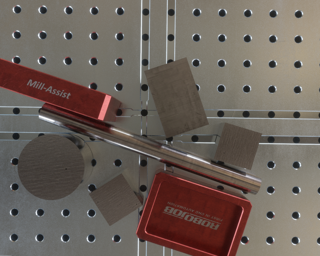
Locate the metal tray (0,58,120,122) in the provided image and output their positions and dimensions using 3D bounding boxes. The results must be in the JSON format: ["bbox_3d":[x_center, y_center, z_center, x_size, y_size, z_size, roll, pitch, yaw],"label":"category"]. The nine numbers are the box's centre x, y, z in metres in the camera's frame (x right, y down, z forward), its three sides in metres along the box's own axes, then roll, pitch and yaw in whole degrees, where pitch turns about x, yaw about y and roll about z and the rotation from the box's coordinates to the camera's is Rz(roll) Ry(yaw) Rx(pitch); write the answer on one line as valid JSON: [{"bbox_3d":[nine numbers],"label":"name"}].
[{"bbox_3d":[-0.120,-0.042,0.379,0.131,0.090,0.030,19,90,0],"label":"metal tray"}]

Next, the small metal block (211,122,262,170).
[{"bbox_3d":[0.101,0.024,0.414,0.050,0.025,0.050,17,90,0],"label":"small metal block"}]

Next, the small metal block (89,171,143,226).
[{"bbox_3d":[-0.057,0.093,0.413,0.050,0.025,0.050,-32,90,0],"label":"small metal block"}]

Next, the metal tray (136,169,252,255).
[{"bbox_3d":[0.044,0.117,0.411,0.131,0.030,0.090,18,90,0],"label":"metal tray"}]

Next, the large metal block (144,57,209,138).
[{"bbox_3d":[0.019,-0.034,0.387,0.050,0.080,0.080,-19,90,0],"label":"large metal block"}]

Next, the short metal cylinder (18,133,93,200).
[{"bbox_3d":[-0.132,0.047,0.399,0.081,0.050,0.080,0,90,0],"label":"short metal cylinder"}]

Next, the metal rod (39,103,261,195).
[{"bbox_3d":[-0.012,0.028,0.413,0.301,0.025,0.025,19,90,0],"label":"metal rod"}]
